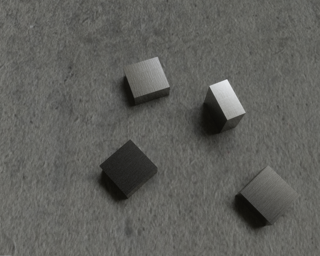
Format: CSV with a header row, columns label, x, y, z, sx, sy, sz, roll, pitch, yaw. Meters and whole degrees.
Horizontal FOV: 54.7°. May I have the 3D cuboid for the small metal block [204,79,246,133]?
label,x,y,z,sx,sy,sz,roll,pitch,yaw
small metal block,0.083,-0.027,0.406,0.025,0.050,0.050,-22,72,-8

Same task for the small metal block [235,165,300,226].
label,x,y,z,sx,sy,sz,roll,pitch,yaw
small metal block,0.131,0.083,0.380,0.050,0.025,0.050,-40,75,-14

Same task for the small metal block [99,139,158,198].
label,x,y,z,sx,sy,sz,roll,pitch,yaw
small metal block,-0.039,0.051,0.389,0.050,0.025,0.050,-41,76,-14

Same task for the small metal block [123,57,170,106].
label,x,y,z,sx,sy,sz,roll,pitch,yaw
small metal block,-0.019,-0.065,0.432,0.050,0.025,0.050,-18,71,-7
